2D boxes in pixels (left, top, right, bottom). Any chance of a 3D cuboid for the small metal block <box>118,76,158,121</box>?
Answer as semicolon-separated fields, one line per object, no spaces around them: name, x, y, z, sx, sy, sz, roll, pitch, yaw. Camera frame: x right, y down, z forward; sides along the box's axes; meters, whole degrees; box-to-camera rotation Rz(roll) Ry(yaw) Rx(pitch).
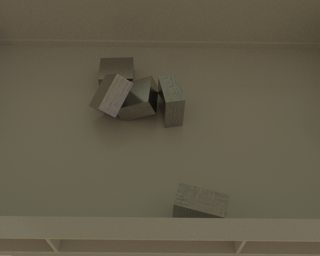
small metal block;-0.031;-0.041;0.428;0.050;0.025;0.050;-12;47;19

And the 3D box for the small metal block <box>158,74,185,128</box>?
small metal block;0.014;-0.036;0.419;0.025;0.050;0.050;-8;51;-8

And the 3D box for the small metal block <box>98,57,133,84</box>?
small metal block;-0.065;-0.082;0.473;0.050;0.025;0.050;-2;50;-2

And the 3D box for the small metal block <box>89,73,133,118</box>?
small metal block;-0.066;-0.044;0.411;0.050;0.025;0.050;-63;27;-6

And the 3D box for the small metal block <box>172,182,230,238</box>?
small metal block;0.041;0.085;0.318;0.050;0.050;0.025;12;51;10
